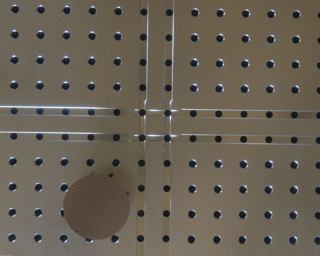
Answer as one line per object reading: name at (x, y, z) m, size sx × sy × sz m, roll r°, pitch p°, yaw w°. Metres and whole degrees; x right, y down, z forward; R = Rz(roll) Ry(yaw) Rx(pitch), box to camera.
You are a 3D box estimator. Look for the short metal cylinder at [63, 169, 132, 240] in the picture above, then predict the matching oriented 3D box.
short metal cylinder at (-0.077, 0.096, 0.400) m, size 0.081 × 0.050 × 0.079 m, roll 0°, pitch 90°, yaw -1°
